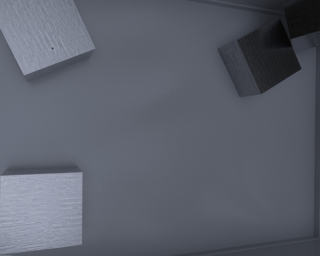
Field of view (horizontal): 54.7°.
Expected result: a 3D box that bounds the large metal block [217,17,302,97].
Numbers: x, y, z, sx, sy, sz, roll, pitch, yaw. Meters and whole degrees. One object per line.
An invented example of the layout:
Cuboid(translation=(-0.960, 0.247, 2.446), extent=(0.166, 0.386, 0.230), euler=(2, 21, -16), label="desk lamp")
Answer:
Cuboid(translation=(0.144, -0.100, 0.450), extent=(0.080, 0.050, 0.080), euler=(-31, 100, -17), label="large metal block")

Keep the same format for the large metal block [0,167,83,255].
Cuboid(translation=(-0.132, 0.088, 0.349), extent=(0.081, 0.050, 0.080), euler=(0, 90, -20), label="large metal block")

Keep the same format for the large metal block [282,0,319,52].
Cuboid(translation=(0.218, -0.147, 0.422), extent=(0.080, 0.080, 0.050), euler=(1, 78, -65), label="large metal block")

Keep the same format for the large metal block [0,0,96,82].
Cuboid(translation=(-0.130, -0.107, 0.349), extent=(0.081, 0.050, 0.080), euler=(-27, 99, -18), label="large metal block")
